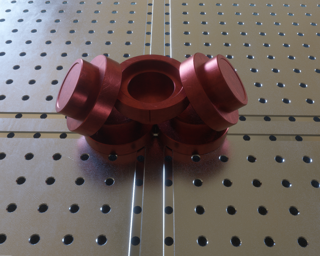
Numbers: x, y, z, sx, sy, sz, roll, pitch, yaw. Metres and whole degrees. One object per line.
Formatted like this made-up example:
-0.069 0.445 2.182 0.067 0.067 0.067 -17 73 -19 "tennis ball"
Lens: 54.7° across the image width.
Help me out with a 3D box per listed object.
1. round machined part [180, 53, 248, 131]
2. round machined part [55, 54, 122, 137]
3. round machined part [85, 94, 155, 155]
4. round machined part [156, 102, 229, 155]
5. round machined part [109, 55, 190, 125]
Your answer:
0.070 -0.049 0.372 0.042 0.098 0.098 -29 42 30 "round machined part"
-0.089 -0.042 0.365 0.042 0.098 0.098 23 42 -32 "round machined part"
-0.055 -0.016 0.409 0.099 0.042 0.098 0 50 0 "round machined part"
0.043 -0.016 0.410 0.099 0.042 0.098 0 50 0 "round machined part"
-0.010 -0.043 0.376 0.099 0.042 0.098 0 50 0 "round machined part"
